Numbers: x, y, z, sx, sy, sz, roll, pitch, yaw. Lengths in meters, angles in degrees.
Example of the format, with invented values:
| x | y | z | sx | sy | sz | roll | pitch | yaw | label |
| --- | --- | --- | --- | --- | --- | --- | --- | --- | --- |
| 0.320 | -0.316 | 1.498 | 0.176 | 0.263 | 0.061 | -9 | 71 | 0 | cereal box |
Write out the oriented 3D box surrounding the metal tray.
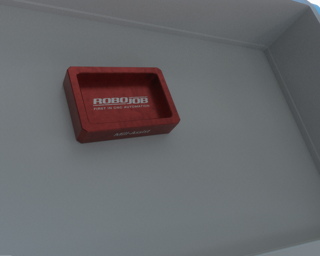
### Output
| x | y | z | sx | sy | sz | roll | pitch | yaw | label |
| --- | --- | --- | --- | --- | --- | --- | --- | --- | --- |
| -0.047 | -0.033 | 0.396 | 0.131 | 0.030 | 0.090 | -6 | 65 | -31 | metal tray |
